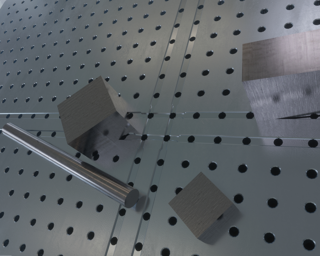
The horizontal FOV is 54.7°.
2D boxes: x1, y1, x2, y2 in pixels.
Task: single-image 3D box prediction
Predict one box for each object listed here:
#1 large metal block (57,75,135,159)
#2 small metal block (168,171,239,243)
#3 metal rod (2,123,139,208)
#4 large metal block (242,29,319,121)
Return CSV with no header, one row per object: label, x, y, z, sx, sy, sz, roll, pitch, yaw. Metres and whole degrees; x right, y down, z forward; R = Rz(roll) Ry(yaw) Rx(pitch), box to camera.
large metal block,-0.094,-0.016,0.452,0.080,0.050,0.080,-33,51,6
small metal block,0.046,0.084,0.332,0.050,0.025,0.050,-44,51,-2
metal rod,-0.149,0.044,0.459,0.300,0.025,0.025,20,72,35
large metal block,0.138,-0.053,0.333,0.080,0.080,0.050,-6,59,25
